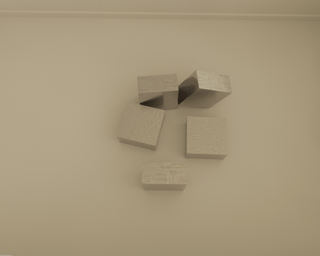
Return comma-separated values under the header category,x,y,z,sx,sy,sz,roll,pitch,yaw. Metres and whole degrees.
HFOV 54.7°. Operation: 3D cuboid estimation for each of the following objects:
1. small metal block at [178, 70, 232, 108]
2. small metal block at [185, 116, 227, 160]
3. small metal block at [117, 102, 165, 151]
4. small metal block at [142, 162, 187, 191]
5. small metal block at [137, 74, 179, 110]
category,x,y,z,sx,sy,sz,roll,pitch,yaw
small metal block,0.057,-0.049,0.405,0.050,0.050,0.025,4,68,-27
small metal block,0.059,0.013,0.405,0.050,0.025,0.050,2,70,1
small metal block,-0.024,-0.002,0.410,0.050,0.025,0.050,13,71,5
small metal block,0.005,0.059,0.374,0.050,0.050,0.025,1,70,0
small metal block,-0.003,-0.046,0.412,0.050,0.050,0.025,-5,66,-2
